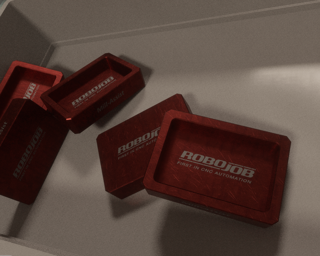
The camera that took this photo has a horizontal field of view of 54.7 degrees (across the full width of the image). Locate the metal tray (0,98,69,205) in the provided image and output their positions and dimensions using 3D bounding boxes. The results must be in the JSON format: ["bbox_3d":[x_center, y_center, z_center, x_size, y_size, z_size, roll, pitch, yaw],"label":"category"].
[{"bbox_3d":[-0.196,0.034,0.443,0.030,0.090,0.130,6,65,31],"label":"metal tray"}]

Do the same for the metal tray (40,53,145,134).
[{"bbox_3d":[-0.099,-0.057,0.463,0.131,0.030,0.090,-39,49,-22],"label":"metal tray"}]

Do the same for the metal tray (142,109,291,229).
[{"bbox_3d":[0.058,0.039,0.318,0.131,0.030,0.090,14,68,11],"label":"metal tray"}]

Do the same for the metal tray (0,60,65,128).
[{"bbox_3d":[-0.224,-0.044,0.517,0.091,0.030,0.130,15,66,0],"label":"metal tray"}]

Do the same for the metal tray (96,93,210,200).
[{"bbox_3d":[-0.013,0.023,0.394,0.130,0.030,0.090,-27,52,10],"label":"metal tray"}]
